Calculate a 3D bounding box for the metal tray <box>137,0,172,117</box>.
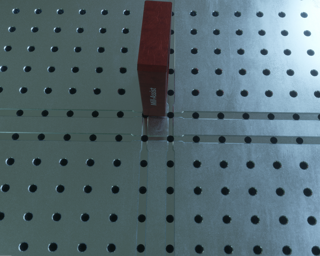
[{"bbox_3d":[-0.005,-0.079,0.385,0.030,0.130,0.090,4,70,2],"label":"metal tray"}]
